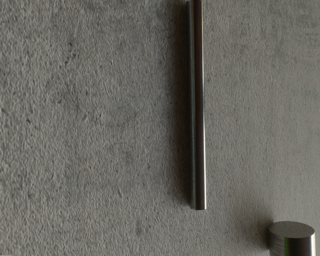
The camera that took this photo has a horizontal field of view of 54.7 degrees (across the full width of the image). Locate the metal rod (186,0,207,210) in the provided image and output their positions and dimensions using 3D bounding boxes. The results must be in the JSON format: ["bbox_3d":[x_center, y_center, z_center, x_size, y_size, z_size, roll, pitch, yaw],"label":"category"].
[{"bbox_3d":[0.053,-0.032,0.451,0.025,0.025,0.298,-2,92,-40],"label":"metal rod"}]

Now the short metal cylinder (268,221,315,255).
[{"bbox_3d":[0.246,0.214,0.580,0.081,0.080,0.050,-7,95,-40],"label":"short metal cylinder"}]
